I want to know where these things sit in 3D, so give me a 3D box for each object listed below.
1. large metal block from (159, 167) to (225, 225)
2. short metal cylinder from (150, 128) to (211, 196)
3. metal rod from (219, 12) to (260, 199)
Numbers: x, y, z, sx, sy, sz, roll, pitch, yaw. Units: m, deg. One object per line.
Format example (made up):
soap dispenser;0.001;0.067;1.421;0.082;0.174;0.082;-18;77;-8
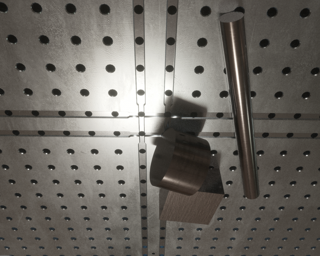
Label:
large metal block;0.046;0.104;0.485;0.081;0.050;0.079;8;130;-8
short metal cylinder;0.025;0.045;0.415;0.050;0.080;0.079;19;127;-16
metal rod;0.111;-0.004;0.410;0.025;0.025;0.299;-12;130;9
